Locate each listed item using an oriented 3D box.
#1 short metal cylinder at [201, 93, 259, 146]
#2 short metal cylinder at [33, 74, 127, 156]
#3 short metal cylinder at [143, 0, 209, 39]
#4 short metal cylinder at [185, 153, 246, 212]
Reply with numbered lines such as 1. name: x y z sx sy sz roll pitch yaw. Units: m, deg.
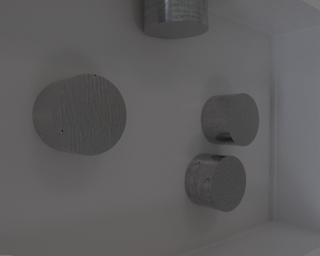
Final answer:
1. short metal cylinder: 0.110 -0.013 0.482 0.081 0.050 0.080 0 90 -40
2. short metal cylinder: -0.082 -0.013 0.321 0.081 0.050 0.080 0 90 -40
3. short metal cylinder: 0.019 -0.146 0.387 0.081 0.080 0.050 -3 92 -40
4. short metal cylinder: 0.083 0.079 0.460 0.081 0.050 0.080 0 90 -40
